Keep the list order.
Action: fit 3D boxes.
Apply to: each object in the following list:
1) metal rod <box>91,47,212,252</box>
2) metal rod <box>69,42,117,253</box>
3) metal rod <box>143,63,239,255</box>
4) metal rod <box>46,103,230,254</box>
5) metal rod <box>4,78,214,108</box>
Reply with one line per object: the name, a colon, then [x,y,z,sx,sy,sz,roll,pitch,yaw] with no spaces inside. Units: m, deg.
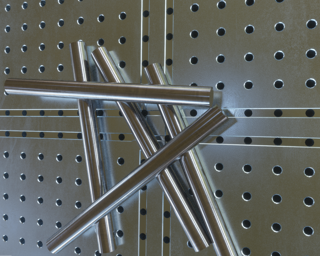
metal rod: [-0.016,0.021,0.417,0.025,0.025,0.299,-32,80,17]
metal rod: [-0.097,0.025,0.445,0.025,0.025,0.298,-10,87,19]
metal rod: [0.044,0.056,0.396,0.025,0.025,0.299,-24,82,18]
metal rod: [-0.039,0.073,0.398,0.300,0.025,0.025,-40,78,15]
metal rod: [-0.081,-0.049,0.413,0.301,0.025,0.025,5,92,19]
